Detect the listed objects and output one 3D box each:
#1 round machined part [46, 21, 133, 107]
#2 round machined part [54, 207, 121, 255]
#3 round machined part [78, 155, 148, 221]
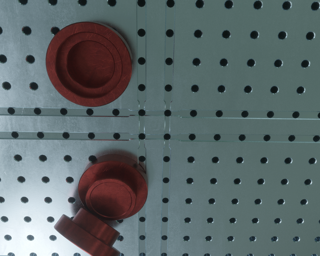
[{"bbox_3d":[-0.082,-0.078,0.375,0.099,0.042,0.097,0,110,-1],"label":"round machined part"},{"bbox_3d":[-0.096,0.149,0.439,0.098,0.098,0.042,39,69,-14],"label":"round machined part"},{"bbox_3d":[-0.066,0.090,0.437,0.099,0.042,0.097,0,110,-1],"label":"round machined part"}]
